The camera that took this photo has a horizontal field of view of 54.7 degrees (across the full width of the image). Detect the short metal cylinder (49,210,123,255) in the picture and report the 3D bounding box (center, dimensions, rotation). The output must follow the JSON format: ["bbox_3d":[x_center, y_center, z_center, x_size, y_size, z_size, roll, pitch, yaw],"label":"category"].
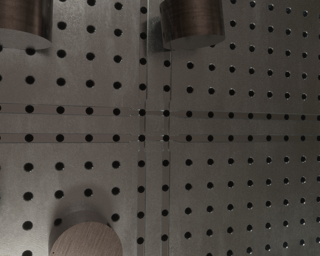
[{"bbox_3d":[-0.090,0.144,0.367,0.081,0.050,0.079,0,90,-20],"label":"short metal cylinder"}]

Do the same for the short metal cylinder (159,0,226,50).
[{"bbox_3d":[0.041,-0.135,0.400,0.081,0.080,0.050,-7,93,-20],"label":"short metal cylinder"}]

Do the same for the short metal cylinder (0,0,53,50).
[{"bbox_3d":[-0.156,-0.118,0.326,0.081,0.080,0.050,2,90,-20],"label":"short metal cylinder"}]
